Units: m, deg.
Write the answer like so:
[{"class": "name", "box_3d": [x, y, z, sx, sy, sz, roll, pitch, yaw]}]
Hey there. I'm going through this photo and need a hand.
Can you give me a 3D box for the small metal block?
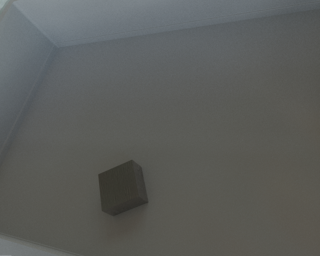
[{"class": "small metal block", "box_3d": [-0.046, 0.075, 0.385, 0.050, 0.025, 0.050, -24, 53, 13]}]
